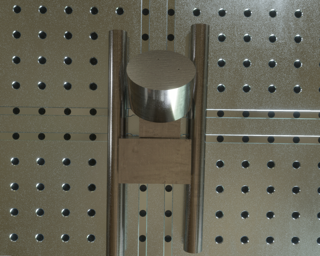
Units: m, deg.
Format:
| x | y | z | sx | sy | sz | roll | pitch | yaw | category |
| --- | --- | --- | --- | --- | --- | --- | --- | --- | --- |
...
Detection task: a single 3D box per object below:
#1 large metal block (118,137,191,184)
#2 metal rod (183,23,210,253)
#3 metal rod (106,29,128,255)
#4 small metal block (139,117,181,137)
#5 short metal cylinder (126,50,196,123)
| x | y | z | sx | sy | sz | roll | pitch | yaw | category |
| --- | --- | --- | --- | --- | --- | --- | --- | --- | --- |
| -0.006 | 0.037 | 0.383 | 0.081 | 0.080 | 0.050 | 1 | 90 | 0 | large metal block |
| 0.049 | 0.014 | 0.413 | 0.025 | 0.025 | 0.298 | 2 | 90 | 0 | metal rod |
| -0.058 | 0.022 | 0.413 | 0.025 | 0.025 | 0.298 | 1 | 90 | 0 | metal rod |
| 0.000 | -0.001 | 0.401 | 0.050 | 0.050 | 0.025 | 1 | 90 | -1 | small metal block |
| 0.001 | -0.052 | 0.379 | 0.081 | 0.050 | 0.080 | 1 | 46 | -1 | short metal cylinder |
